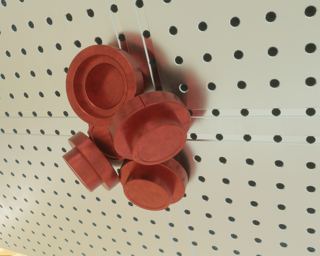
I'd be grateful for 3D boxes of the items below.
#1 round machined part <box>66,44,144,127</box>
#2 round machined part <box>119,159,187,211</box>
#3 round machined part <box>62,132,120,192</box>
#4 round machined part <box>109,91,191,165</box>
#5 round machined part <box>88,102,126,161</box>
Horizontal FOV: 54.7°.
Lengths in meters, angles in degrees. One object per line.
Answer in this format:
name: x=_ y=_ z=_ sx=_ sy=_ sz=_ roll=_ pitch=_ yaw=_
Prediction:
round machined part: x=-0.064 y=-0.052 z=0.386 sx=0.098 sy=0.042 sz=0.097 roll=3 pitch=99 yaw=22
round machined part: x=-0.013 y=0.080 z=0.439 sx=0.098 sy=0.042 sz=0.097 roll=10 pitch=133 yaw=11
round machined part: x=-0.107 y=0.056 z=0.458 sx=0.098 sy=0.042 sz=0.098 roll=43 pitch=159 yaw=22
round machined part: x=-0.007 y=0.007 z=0.369 sx=0.042 sy=0.099 sz=0.097 roll=61 pitch=141 yaw=39
round machined part: x=-0.060 y=0.007 z=0.433 sx=0.098 sy=0.042 sz=0.097 roll=13 pitch=124 yaw=20
